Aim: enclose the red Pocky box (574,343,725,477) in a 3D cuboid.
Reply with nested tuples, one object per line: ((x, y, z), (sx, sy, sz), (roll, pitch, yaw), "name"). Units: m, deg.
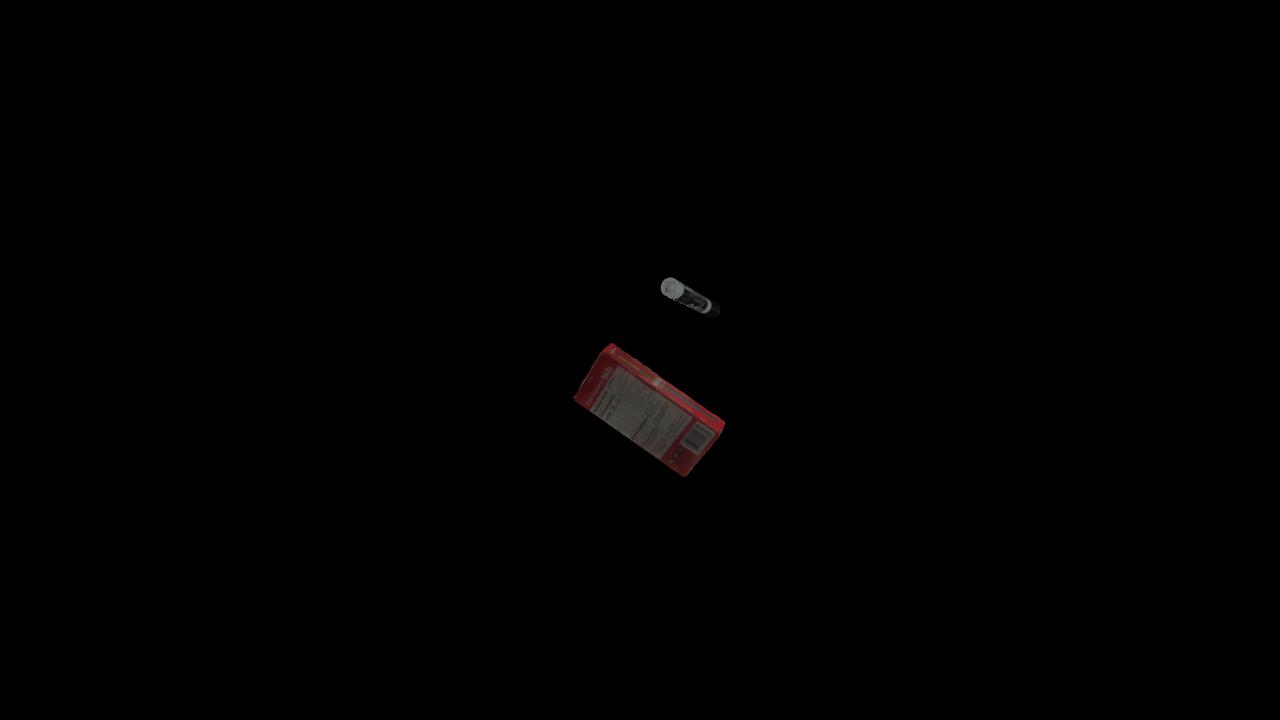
((0.009, 0.056, 0.678), (0.155, 0.083, 0.028), (35, 36, 2), "red Pocky box")

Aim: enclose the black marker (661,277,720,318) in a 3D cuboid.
((0.056, -0.063, 0.642), (0.020, 0.020, 0.121), (0, -7, 28), "black marker")
